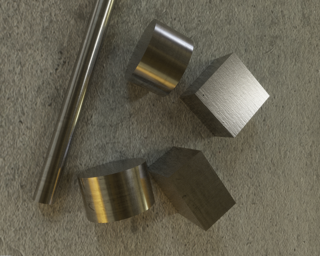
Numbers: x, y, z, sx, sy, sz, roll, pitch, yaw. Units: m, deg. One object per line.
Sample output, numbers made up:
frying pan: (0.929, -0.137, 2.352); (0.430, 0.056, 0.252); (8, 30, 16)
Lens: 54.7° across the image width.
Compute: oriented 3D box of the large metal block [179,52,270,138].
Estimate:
large metal block: (0.089, -0.044, 0.429); (0.080, 0.050, 0.080); (46, 76, -14)

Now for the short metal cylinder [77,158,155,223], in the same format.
short metal cylinder: (-0.050, 0.070, 0.362); (0.081, 0.080, 0.050); (-13, 95, -20)

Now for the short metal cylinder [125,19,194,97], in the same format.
short metal cylinder: (-0.003, -0.084, 0.379); (0.050, 0.080, 0.080); (24, 82, -19)

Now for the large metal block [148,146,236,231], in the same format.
large metal block: (0.036, 0.072, 0.394); (0.050, 0.080, 0.080); (-38, 102, -16)

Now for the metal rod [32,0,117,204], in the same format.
metal rod: (-0.095, -0.058, 0.373); (0.025, 0.025, 0.299); (18, 84, -19)
